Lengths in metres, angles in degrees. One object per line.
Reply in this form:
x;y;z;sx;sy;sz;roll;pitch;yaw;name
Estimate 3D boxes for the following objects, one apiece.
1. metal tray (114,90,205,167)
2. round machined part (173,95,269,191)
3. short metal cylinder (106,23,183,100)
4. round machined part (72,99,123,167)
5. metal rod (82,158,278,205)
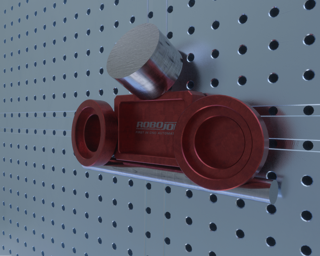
-0.005;0.000;0.404;0.130;0.030;0.089;1;91;39;metal tray
0.067;0.015;0.332;0.098;0.042;0.097;-1;88;32;round machined part
-0.019;-0.082;0.385;0.080;0.050;0.080;-20;52;29;short metal cylinder
-0.090;0.008;0.461;0.098;0.042;0.097;-4;84;48;round machined part
-0.002;0.059;0.405;0.300;0.025;0.025;3;92;39;metal rod
